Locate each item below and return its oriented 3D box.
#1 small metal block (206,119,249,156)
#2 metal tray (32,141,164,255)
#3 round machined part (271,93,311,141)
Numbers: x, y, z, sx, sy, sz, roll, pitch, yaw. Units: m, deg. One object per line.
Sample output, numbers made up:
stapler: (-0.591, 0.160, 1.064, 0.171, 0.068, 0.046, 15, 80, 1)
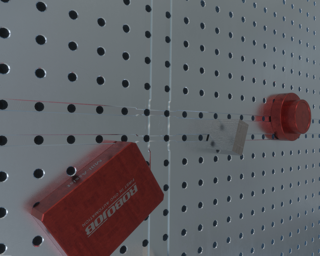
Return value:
small metal block: (0.104, 0.014, 0.480, 0.025, 0.050, 0.050, 26, 74, -37)
metal tray: (-0.063, 0.086, 0.353, 0.131, 0.030, 0.090, -40, 115, -33)
round machined part: (0.268, -0.022, 0.623, 0.099, 0.042, 0.097, 0, 90, -40)
